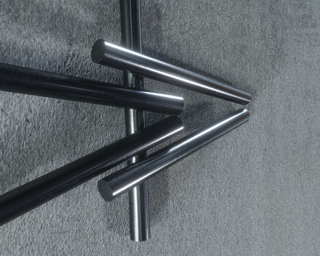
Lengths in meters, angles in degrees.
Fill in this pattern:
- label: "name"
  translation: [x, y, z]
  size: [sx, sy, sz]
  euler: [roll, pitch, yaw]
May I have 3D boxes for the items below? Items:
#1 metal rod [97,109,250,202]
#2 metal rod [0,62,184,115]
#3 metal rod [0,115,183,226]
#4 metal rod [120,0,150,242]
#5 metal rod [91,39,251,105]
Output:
- label: "metal rod"
  translation: [0.043, 0.022, 0.424]
  size: [0.302, 0.025, 0.025]
  euler: [-23, 105, -44]
- label: "metal rod"
  translation: [-0.102, -0.041, 0.304]
  size: [0.302, 0.025, 0.025]
  euler: [6, 86, -34]
- label: "metal rod"
  translation: [-0.095, 0.051, 0.309]
  size: [0.302, 0.025, 0.025]
  euler: [-26, 107, -32]
- label: "metal rod"
  translation: [-0.031, -0.012, 0.382]
  size: [0.025, 0.025, 0.298]
  euler: [-4, 93, -40]
- label: "metal rod"
  translation: [0.041, -0.064, 0.422]
  size: [0.302, 0.025, 0.025]
  euler: [7, 86, -46]
